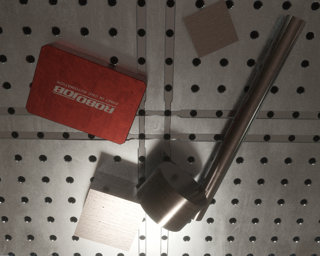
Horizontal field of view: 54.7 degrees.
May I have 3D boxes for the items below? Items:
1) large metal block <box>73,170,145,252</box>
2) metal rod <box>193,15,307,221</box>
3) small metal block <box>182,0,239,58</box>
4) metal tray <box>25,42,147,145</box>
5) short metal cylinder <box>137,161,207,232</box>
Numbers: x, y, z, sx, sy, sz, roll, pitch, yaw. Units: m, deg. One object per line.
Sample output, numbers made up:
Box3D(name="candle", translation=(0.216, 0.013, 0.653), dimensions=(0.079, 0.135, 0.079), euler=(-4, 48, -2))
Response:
Box3D(name="large metal block", translation=(-0.068, 0.118, 0.443), dimensions=(0.080, 0.050, 0.079), euler=(20, 109, -8))
Box3D(name="metal rod", translation=(0.106, 0.000, 0.415), dimensions=(0.025, 0.025, 0.298), euler=(20, 109, -8))
Box3D(name="small metal block", translation=(0.060, -0.119, 0.371), dimensions=(0.050, 0.025, 0.050), euler=(-23, 109, 8))
Box3D(name="metal tray", translation=(-0.092, -0.043, 0.394), dimensions=(0.131, 0.030, 0.089), euler=(20, 109, -8))
Box3D(name="short metal cylinder", translation=(0.016, 0.091, 0.418), dimensions=(0.080, 0.080, 0.050), euler=(36, 106, -13))
